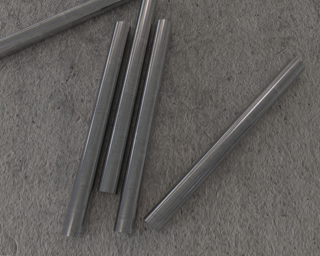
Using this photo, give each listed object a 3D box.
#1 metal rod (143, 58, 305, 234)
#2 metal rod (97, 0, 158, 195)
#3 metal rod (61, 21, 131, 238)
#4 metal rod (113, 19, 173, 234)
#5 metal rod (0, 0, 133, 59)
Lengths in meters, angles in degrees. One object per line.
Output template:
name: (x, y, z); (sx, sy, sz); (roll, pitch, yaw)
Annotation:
metal rod: (0.092, 0.013, 0.403); (0.025, 0.025, 0.301); (42, 75, 13)
metal rod: (-0.040, -0.059, 0.429); (0.025, 0.025, 0.299); (9, 70, 3)
metal rod: (-0.079, -0.012, 0.411); (0.025, 0.025, 0.299); (9, 70, 3)
metal rod: (-0.018, -0.016, 0.413); (0.025, 0.025, 0.299); (9, 70, 3)
metal rod: (-0.158, -0.154, 0.462); (0.302, 0.025, 0.025); (-28, 73, -10)
